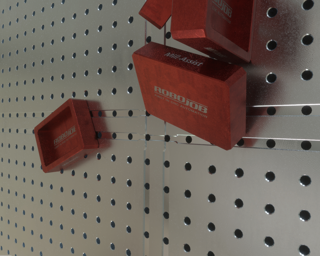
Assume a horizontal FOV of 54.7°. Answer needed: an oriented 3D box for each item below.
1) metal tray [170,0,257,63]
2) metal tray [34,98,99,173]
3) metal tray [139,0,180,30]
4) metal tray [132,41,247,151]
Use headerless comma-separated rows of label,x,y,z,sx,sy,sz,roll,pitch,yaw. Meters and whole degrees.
metal tray,0.057,-0.116,0.291,0.030,0.131,0.089,7,94,31
metal tray,-0.167,0.016,0.540,0.130,0.030,0.090,-29,72,36
metal tray,0.030,-0.181,0.344,0.129,0.030,0.090,-48,17,29
metal tray,0.031,-0.038,0.347,0.130,0.030,0.090,27,144,36
